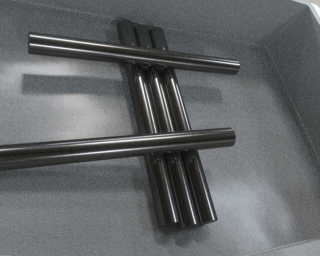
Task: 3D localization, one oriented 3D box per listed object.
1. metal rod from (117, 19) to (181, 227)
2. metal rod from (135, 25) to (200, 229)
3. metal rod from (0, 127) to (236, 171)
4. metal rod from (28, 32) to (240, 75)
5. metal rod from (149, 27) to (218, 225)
[{"bbox_3d":[-0.021,-0.024,0.408,0.025,0.025,0.299,1,61,-28],"label":"metal rod"},{"bbox_3d":[0.002,-0.019,0.417,0.025,0.025,0.299,1,61,-28],"label":"metal rod"},{"bbox_3d":[-0.050,0.021,0.341,0.303,0.025,0.025,-4,64,-22],"label":"metal rod"},{"bbox_3d":[-0.015,-0.097,0.422,0.303,0.025,0.025,0,62,-28],"label":"metal rod"},{"bbox_3d":[0.025,-0.020,0.429,0.025,0.025,0.299,1,61,-28],"label":"metal rod"}]
